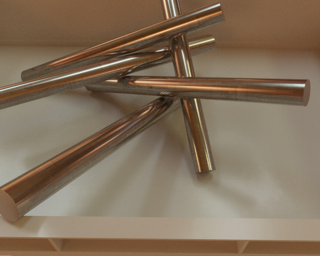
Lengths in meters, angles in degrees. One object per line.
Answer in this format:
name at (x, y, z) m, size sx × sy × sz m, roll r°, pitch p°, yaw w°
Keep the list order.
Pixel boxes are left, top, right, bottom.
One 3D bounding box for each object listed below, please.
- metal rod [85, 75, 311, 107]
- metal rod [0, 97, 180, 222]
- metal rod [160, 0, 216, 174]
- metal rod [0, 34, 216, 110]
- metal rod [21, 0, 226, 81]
metal rod at (0.016, -0.050, 0.373) m, size 0.300 × 0.025 × 0.025 m, roll 8°, pitch 47°, yaw 37°
metal rod at (-0.033, -0.001, 0.328) m, size 0.025 × 0.025 × 0.302 m, roll 24°, pitch 30°, yaw 19°
metal rod at (0.028, -0.091, 0.403) m, size 0.025 × 0.025 × 0.299 m, roll -8°, pitch 75°, yaw -7°
metal rod at (-0.061, -0.078, 0.404) m, size 0.302 × 0.025 × 0.025 m, roll -19°, pitch 53°, yaw -19°
metal rod at (-0.064, -0.106, 0.416) m, size 0.301 × 0.025 × 0.025 m, roll -13°, pitch 47°, yaw 21°
